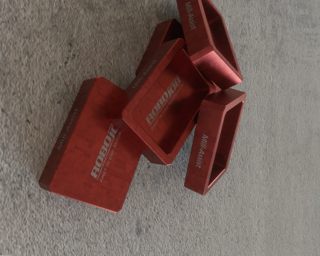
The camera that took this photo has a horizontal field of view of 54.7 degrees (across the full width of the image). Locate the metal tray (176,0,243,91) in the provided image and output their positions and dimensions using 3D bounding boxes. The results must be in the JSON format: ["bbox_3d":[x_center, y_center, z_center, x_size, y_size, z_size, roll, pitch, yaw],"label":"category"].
[{"bbox_3d":[0.065,-0.125,0.415,0.090,0.030,0.130,29,44,-47],"label":"metal tray"}]

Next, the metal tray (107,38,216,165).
[{"bbox_3d":[0.008,-0.032,0.373,0.090,0.030,0.130,49,61,-29],"label":"metal tray"}]

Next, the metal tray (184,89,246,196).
[{"bbox_3d":[0.076,0.017,0.425,0.091,0.030,0.129,-29,133,-53],"label":"metal tray"}]

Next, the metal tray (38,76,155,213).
[{"bbox_3d":[-0.065,0.019,0.349,0.090,0.030,0.130,31,71,-36],"label":"metal tray"}]

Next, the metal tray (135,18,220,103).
[{"bbox_3d":[0.036,-0.076,0.435,0.130,0.030,0.090,34,69,-35],"label":"metal tray"}]
